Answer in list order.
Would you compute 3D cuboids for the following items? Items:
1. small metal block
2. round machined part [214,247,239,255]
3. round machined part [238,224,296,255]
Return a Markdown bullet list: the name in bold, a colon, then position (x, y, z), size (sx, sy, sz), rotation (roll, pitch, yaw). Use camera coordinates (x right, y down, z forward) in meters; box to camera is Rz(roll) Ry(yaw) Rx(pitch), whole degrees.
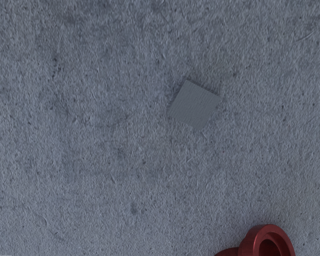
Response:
- **small metal block**: position (0.042, -0.032, 0.399), size (0.050, 0.025, 0.050), rotation (26, 108, -10)
- **round machined part**: position (0.125, 0.243, 0.492), size (0.099, 0.042, 0.097), rotation (0, 110, -1)
- **round machined part**: position (0.153, 0.193, 0.455), size (0.098, 0.098, 0.042), rotation (44, 142, -15)
